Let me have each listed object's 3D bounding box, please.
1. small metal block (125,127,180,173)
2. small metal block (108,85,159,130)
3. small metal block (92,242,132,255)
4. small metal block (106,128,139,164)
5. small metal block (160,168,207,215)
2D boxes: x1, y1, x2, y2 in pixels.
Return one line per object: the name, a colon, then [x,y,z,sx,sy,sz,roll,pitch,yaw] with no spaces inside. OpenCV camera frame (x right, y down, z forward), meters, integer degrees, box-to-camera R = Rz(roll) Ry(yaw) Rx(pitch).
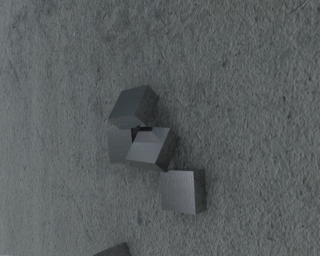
small metal block: [-0.009,0.027,0.398,0.050,0.025,0.050,3,59,40]
small metal block: [-0.036,-0.027,0.419,0.050,0.025,0.050,-6,52,39]
small metal block: [-0.078,0.194,0.454,0.050,0.050,0.025,-38,67,33]
small metal block: [-0.048,0.024,0.445,0.050,0.025,0.050,-11,83,39]
small metal block: [0.029,0.076,0.382,0.050,0.025,0.050,-4,87,40]
